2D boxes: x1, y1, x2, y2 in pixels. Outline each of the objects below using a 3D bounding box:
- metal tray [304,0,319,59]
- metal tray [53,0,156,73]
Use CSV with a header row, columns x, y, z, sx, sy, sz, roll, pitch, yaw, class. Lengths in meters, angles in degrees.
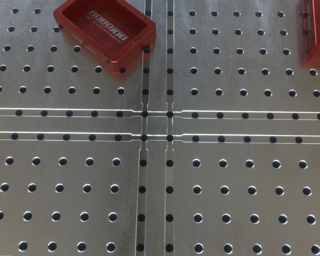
x,y,z,sx,sy,sz,roll,pitch,yaw,class
0.273,-0.165,0.471,0.091,0.030,0.130,6,70,2,metal tray
-0.081,-0.154,0.464,0.130,0.030,0.090,40,75,13,metal tray
